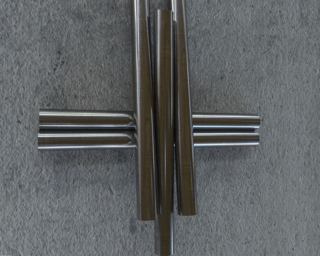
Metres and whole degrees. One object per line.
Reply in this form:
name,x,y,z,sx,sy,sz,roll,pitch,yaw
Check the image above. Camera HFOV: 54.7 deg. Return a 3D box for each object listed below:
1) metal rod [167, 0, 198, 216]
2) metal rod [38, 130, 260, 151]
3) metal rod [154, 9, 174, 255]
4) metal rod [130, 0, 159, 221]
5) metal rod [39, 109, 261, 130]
metal rod,0.028,-0.042,0.399,0.025,0.025,0.298,0,82,-20
metal rod,0.000,0.015,0.412,0.303,0.025,0.025,0,90,-21
metal rod,0.005,0.006,0.386,0.025,0.025,0.298,0,90,-20
metal rod,-0.021,-0.042,0.381,0.025,0.025,0.298,0,82,-20
metal rod,0.002,-0.010,0.413,0.303,0.025,0.025,0,90,-21
